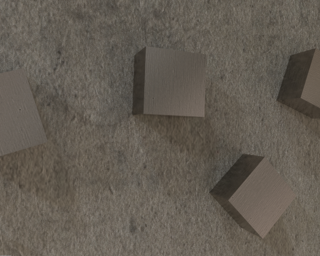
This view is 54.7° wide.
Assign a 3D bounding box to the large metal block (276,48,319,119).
[{"bbox_3d":[0.243,-0.067,0.488,0.080,0.050,0.080,22,83,-19],"label":"large metal block"}]

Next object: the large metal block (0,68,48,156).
[{"bbox_3d":[-0.174,-0.012,0.332,0.081,0.050,0.080,-18,96,-20],"label":"large metal block"}]

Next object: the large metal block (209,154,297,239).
[{"bbox_3d":[0.134,0.096,0.447,0.080,0.050,0.080,-45,105,-15],"label":"large metal block"}]

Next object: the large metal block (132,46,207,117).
[{"bbox_3d":[0.011,-0.055,0.401,0.081,0.050,0.079,2,89,-20],"label":"large metal block"}]
